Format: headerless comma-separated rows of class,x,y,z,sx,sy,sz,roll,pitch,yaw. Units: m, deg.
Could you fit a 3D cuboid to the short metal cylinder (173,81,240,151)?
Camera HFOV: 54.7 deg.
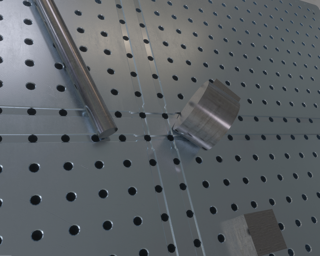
short metal cylinder,0.061,-0.016,0.416,0.050,0.080,0.080,35,51,-6

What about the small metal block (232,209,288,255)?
small metal block,0.126,0.134,0.394,0.050,0.025,0.050,-1,62,-29

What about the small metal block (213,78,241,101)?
small metal block,0.091,-0.041,0.483,0.050,0.025,0.050,39,51,-2

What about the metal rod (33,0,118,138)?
metal rod,-0.131,-0.121,0.411,0.025,0.025,0.299,-17,71,-35
